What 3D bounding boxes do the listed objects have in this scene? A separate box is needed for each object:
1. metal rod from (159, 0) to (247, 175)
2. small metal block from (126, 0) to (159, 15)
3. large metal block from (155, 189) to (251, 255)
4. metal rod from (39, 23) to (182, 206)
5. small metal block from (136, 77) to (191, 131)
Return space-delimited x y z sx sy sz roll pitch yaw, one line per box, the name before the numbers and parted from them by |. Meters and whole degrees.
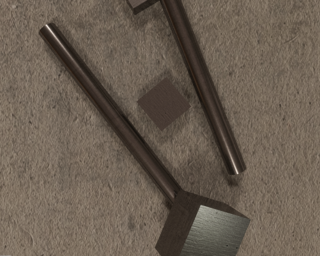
metal rod | 0.046 -0.080 0.396 0.025 0.025 0.299 -23 96 0
small metal block | -0.026 -0.188 0.410 0.050 0.025 0.050 -31 90 -1
large metal block | 0.053 0.131 0.383 0.080 0.050 0.080 23 90 -27
metal rod | -0.057 -0.011 0.409 0.025 0.025 0.299 -38 90 0
small metal block | 0.005 -0.031 0.410 0.050 0.025 0.050 -40 91 0
